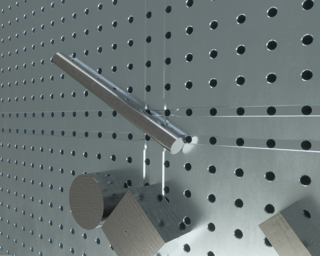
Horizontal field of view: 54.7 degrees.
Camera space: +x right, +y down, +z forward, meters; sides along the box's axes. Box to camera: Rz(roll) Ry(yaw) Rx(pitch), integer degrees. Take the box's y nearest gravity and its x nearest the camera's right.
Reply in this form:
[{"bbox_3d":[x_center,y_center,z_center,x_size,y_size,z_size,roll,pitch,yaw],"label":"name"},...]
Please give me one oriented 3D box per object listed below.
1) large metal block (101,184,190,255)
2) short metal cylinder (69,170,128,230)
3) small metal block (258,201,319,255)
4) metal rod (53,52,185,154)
[{"bbox_3d":[-0.021,0.134,0.409,0.080,0.050,0.080,50,119,28],"label":"large metal block"},{"bbox_3d":[-0.092,0.106,0.466,0.080,0.050,0.079,0,90,39],"label":"short metal cylinder"},{"bbox_3d":[0.126,0.101,0.288,0.025,0.050,0.050,-47,62,30],"label":"small metal block"},{"bbox_3d":[-0.079,-0.051,0.472,0.300,0.025,0.025,36,112,34],"label":"metal rod"}]
